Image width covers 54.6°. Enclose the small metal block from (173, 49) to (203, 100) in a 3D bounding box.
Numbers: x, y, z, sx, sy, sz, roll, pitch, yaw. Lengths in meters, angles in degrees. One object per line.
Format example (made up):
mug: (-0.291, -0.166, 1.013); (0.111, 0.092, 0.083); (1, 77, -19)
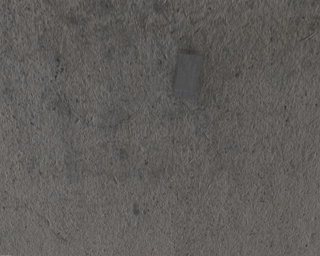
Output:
small metal block: (0.032, -0.066, 0.372); (0.025, 0.050, 0.050); (7, 110, -3)
